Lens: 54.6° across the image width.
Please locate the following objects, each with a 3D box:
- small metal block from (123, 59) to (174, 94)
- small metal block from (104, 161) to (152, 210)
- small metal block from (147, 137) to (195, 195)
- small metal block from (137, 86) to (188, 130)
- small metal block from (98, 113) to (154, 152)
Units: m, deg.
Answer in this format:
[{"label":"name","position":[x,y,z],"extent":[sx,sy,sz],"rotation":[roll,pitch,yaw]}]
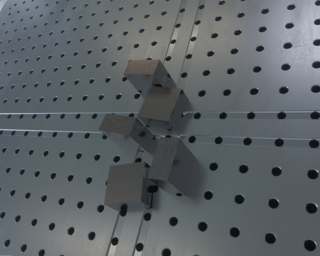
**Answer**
[{"label":"small metal block","position":[-0.015,-0.072,0.446],"extent":[0.050,0.050,0.025],"rotation":[6,65,31]},{"label":"small metal block","position":[-0.038,0.072,0.385],"extent":[0.050,0.025,0.050],"rotation":[-10,57,23]},{"label":"small metal block","position":[0.015,0.044,0.358],"extent":[0.025,0.050,0.050],"rotation":[3,63,30]},{"label":"small metal block","position":[0.004,-0.028,0.424],"extent":[0.050,0.025,0.050],"rotation":[10,67,32]},{"label":"small metal block","position":[-0.044,0.006,0.413],"extent":[0.050,0.050,0.025],"rotation":[9,66,32]}]
